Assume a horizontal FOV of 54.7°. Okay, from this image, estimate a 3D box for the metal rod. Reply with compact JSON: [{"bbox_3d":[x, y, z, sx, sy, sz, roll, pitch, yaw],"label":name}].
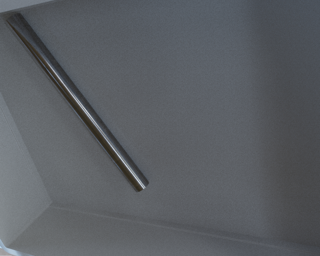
[{"bbox_3d":[-0.113,-0.029,0.448,0.025,0.025,0.299,-27,104,37],"label":"metal rod"}]
